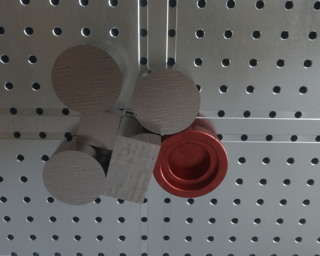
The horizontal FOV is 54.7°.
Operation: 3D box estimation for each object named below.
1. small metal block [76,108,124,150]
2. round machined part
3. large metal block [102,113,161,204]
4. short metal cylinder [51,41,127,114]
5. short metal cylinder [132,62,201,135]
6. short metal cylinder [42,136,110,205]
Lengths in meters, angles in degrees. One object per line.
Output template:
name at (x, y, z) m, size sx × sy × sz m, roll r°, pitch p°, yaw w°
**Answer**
small metal block at (-0.080, -0.003, 0.411) m, size 0.050 × 0.025 × 0.050 m, roll 14°, pitch 110°, yaw -5°
round machined part at (0.039, 0.042, 0.420) m, size 0.099 × 0.042 × 0.097 m, roll 0°, pitch 110°, yaw 0°
large metal block at (-0.034, 0.036, 0.394) m, size 0.050 × 0.080 × 0.079 m, roll 15°, pitch 109°, yaw -6°
short metal cylinder at (-0.083, -0.062, 0.376) m, size 0.081 × 0.050 × 0.079 m, roll 0°, pitch 110°, yaw 0°
short metal cylinder at (0.007, -0.038, 0.386) m, size 0.081 × 0.050 × 0.079 m, roll 0°, pitch 110°, yaw 0°
short metal cylinder at (-0.110, 0.056, 0.419) m, size 0.081 × 0.050 × 0.079 m, roll 0°, pitch 110°, yaw 0°
